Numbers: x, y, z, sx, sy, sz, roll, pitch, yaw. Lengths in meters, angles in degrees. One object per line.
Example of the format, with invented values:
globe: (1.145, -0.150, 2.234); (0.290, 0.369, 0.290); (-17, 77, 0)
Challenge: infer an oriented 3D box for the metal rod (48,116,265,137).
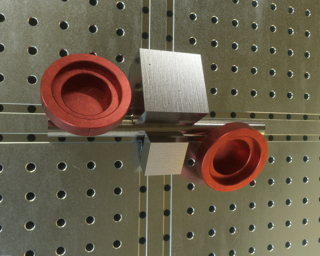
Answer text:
metal rod: (0.010, 0.000, 0.417); (0.302, 0.025, 0.025); (0, 90, -20)

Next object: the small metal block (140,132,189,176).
small metal block: (0.005, 0.034, 0.404); (0.050, 0.025, 0.050); (1, 119, -20)

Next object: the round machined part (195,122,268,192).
round machined part: (0.094, 0.036, 0.425); (0.099, 0.042, 0.097); (-8, 118, -16)

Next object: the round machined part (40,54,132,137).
round machined part: (-0.085, -0.034, 0.358); (0.099, 0.042, 0.098); (9, 61, -16)

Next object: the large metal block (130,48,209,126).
large metal block: (0.009, -0.048, 0.391); (0.081, 0.050, 0.080); (1, 72, -20)
